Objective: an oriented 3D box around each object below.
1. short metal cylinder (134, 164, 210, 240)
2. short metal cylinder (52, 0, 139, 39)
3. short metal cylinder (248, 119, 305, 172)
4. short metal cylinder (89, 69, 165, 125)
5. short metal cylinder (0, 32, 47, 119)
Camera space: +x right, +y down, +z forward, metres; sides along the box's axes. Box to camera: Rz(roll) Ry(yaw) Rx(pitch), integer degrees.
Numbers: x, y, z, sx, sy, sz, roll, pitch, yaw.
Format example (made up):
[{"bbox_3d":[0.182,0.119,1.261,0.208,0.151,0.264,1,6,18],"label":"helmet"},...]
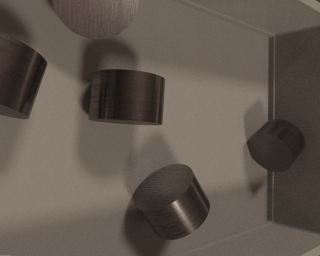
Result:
[{"bbox_3d":[0.015,0.090,0.386,0.080,0.080,0.050,-44,117,-31],"label":"short metal cylinder"},{"bbox_3d":[-0.065,-0.137,0.310,0.081,0.050,0.079,-8,129,-10],"label":"short metal cylinder"},{"bbox_3d":[0.205,0.031,0.546,0.050,0.080,0.080,-37,113,-34],"label":"short metal cylinder"},{"bbox_3d":[-0.036,-0.031,0.342,0.081,0.080,0.050,6,87,-40],"label":"short metal cylinder"},{"bbox_3d":[-0.141,-0.044,0.253,0.080,0.080,0.050,23,76,-38],"label":"short metal cylinder"}]
